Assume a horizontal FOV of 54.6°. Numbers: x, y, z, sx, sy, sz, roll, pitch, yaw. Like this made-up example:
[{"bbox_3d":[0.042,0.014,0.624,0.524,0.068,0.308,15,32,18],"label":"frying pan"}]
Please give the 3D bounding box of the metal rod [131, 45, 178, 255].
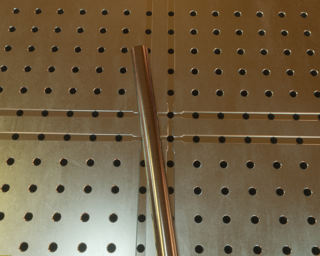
[{"bbox_3d":[-0.009,0.026,0.402,0.025,0.025,0.299,-7,70,-3],"label":"metal rod"}]
